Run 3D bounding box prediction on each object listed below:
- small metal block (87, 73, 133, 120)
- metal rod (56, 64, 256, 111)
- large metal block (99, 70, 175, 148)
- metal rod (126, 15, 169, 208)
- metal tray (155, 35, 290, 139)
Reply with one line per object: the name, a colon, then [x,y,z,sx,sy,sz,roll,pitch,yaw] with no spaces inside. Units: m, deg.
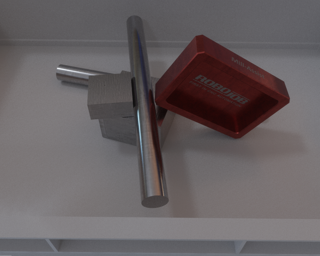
small metal block: [-0.058,-0.039,0.370,0.050,0.025,0.050,-5,50,-5]
metal rod: [-0.006,-0.056,0.451,0.301,0.025,0.025,11,51,9]
large metal block: [-0.025,-0.024,0.407,0.080,0.050,0.080,14,51,11]
metal rod: [-0.022,-0.047,0.377,0.025,0.025,0.300,-5,50,-5]
metal tray: [0.071,-0.041,0.362,0.131,0.090,0.030,22,47,-24]
